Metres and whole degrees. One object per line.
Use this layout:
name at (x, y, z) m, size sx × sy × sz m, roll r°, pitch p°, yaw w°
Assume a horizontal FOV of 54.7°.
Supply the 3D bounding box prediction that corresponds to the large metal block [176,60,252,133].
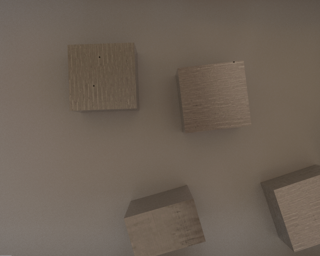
large metal block at (0.066, -0.038, 0.399) m, size 0.080 × 0.050 × 0.080 m, roll -7°, pitch 90°, yaw 0°

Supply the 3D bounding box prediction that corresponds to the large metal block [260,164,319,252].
large metal block at (0.189, 0.100, 0.400) m, size 0.080 × 0.050 × 0.080 m, roll -18°, pitch 90°, yaw 0°

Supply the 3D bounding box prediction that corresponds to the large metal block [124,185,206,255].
large metal block at (0.005, 0.113, 0.384) m, size 0.080 × 0.080 × 0.050 m, roll -16°, pitch 90°, yaw 0°

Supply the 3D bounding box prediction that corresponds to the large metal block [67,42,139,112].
large metal block at (-0.070, -0.062, 0.398) m, size 0.081 × 0.050 × 0.080 m, roll -2°, pitch 90°, yaw 0°
